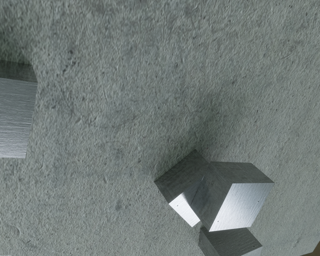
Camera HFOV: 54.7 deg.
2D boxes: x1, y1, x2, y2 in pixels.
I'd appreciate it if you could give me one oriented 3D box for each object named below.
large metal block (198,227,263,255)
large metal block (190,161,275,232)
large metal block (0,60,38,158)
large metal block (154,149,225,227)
[{"bbox_3d":[0.129,0.220,0.577,0.081,0.080,0.050,-13,124,-21],"label":"large metal block"},{"bbox_3d":[0.102,0.096,0.440,0.081,0.050,0.079,6,115,-32],"label":"large metal block"},{"bbox_3d":[-0.165,-0.020,0.288,0.081,0.050,0.079,5,116,-31],"label":"large metal block"},{"bbox_3d":[0.052,0.093,0.476,0.080,0.050,0.080,-39,130,-2],"label":"large metal block"}]
